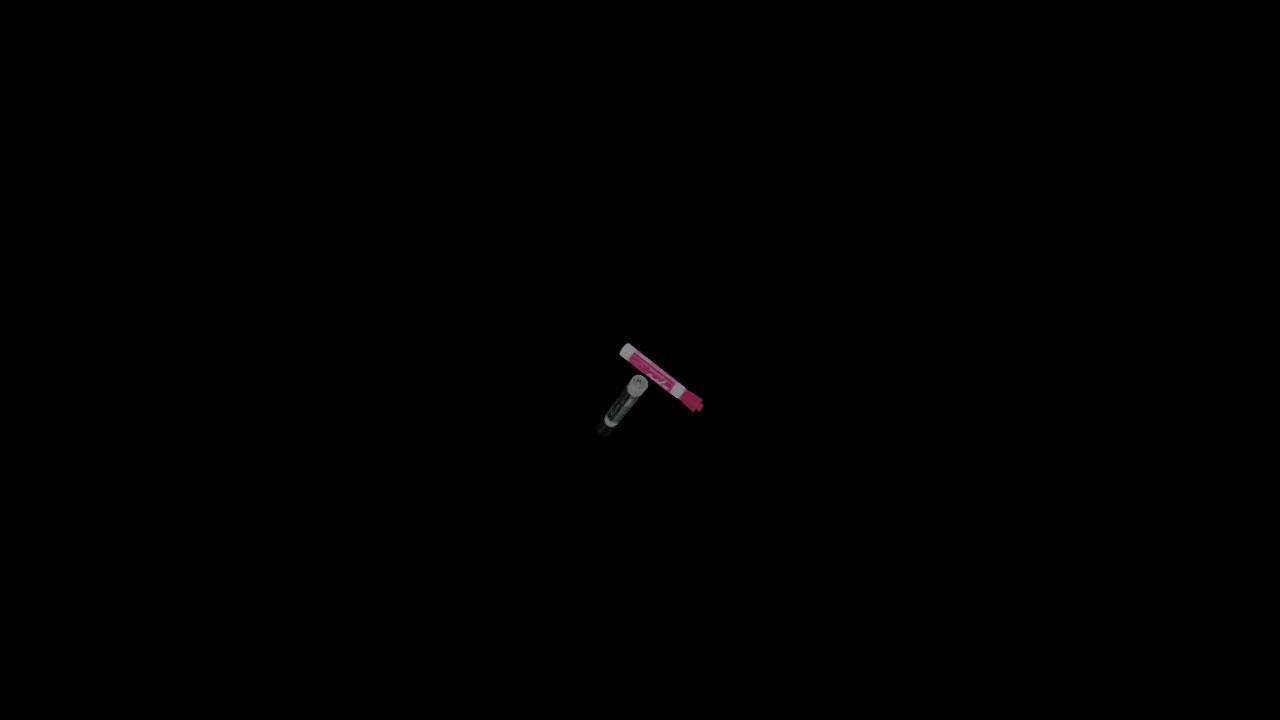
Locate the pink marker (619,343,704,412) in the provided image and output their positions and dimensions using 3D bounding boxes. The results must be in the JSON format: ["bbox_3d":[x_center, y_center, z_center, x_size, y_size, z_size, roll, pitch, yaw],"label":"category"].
[{"bbox_3d":[0.027,0.022,0.746,0.121,0.020,0.020,37,9,12],"label":"pink marker"}]

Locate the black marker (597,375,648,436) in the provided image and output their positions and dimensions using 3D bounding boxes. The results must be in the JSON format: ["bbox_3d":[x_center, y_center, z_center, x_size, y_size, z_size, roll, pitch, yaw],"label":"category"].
[{"bbox_3d":[-0.022,0.053,0.677,0.020,0.020,0.121,0,-31,-25],"label":"black marker"}]
